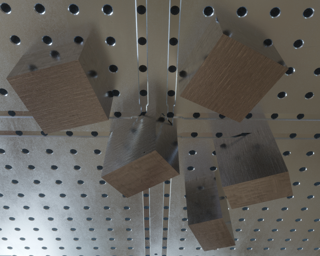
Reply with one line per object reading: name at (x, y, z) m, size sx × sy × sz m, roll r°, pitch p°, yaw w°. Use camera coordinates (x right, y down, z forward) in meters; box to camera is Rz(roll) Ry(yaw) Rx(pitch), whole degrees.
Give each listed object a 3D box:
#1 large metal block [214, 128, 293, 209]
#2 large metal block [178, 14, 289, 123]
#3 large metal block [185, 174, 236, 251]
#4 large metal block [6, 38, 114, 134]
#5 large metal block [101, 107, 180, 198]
large metal block at (0.124, 0.055, 0.423) m, size 0.080 × 0.080 × 0.050 m, roll -17°, pitch 128°, yaw 14°
large metal block at (0.076, -0.063, 0.342) m, size 0.080 × 0.050 × 0.080 m, roll 22°, pitch 127°, yaw -18°
large metal block at (0.078, 0.134, 0.490) m, size 0.050 × 0.080 × 0.080 m, roll -17°, pitch 128°, yaw 14°
large metal block at (-0.108, -0.046, 0.355) m, size 0.080 × 0.050 × 0.080 m, roll -12°, pitch 129°, yaw 10°
large metal block at (-0.024, 0.032, 0.402) m, size 0.080 × 0.080 × 0.050 m, roll -28°, pitch 125°, yaw 21°
